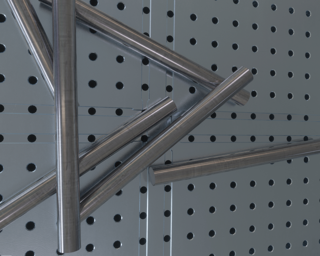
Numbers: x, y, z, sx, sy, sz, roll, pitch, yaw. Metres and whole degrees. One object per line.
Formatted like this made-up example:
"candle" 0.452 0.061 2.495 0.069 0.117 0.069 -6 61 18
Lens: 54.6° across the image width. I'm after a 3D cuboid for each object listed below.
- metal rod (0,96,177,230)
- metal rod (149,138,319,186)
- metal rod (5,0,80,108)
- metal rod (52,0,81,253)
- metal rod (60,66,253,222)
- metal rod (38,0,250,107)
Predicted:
"metal rod" -0.104 0.049 0.374 0.301 0.025 0.025 -34 101 -17
"metal rod" 0.130 0.046 0.460 0.302 0.025 0.025 -7 93 -20
"metal rod" -0.167 -0.157 0.350 0.025 0.025 0.299 -26 99 -18
"metal rod" -0.104 -0.014 0.346 0.025 0.025 0.298 -1 91 -20
"metal rod" 0.003 0.019 0.398 0.301 0.025 0.025 -39 103 -10
"metal rod" -0.006 -0.101 0.409 0.301 0.025 0.025 24 82 -19
